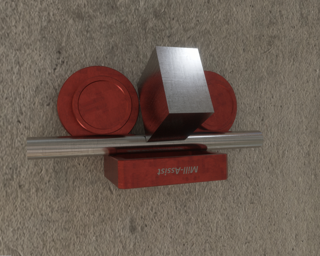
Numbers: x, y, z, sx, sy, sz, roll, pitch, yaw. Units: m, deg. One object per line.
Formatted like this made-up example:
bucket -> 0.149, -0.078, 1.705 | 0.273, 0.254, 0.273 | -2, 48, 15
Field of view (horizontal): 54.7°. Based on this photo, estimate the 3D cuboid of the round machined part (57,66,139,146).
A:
round machined part -> -0.072, -0.027, 0.373 | 0.099, 0.042, 0.097 | 0, 90, -21

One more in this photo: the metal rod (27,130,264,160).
metal rod -> -0.002, 0.019, 0.389 | 0.303, 0.025, 0.025 | -1, 91, -21

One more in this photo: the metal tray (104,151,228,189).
metal tray -> 0.004, 0.046, 0.378 | 0.131, 0.090, 0.030 | -1, 91, -20

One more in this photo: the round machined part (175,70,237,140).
round machined part -> 0.065, -0.031, 0.425 | 0.099, 0.042, 0.097 | 0, 90, -21

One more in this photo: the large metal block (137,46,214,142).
large metal block -> 0.013, -0.036, 0.358 | 0.050, 0.080, 0.080 | -2, 67, -21
